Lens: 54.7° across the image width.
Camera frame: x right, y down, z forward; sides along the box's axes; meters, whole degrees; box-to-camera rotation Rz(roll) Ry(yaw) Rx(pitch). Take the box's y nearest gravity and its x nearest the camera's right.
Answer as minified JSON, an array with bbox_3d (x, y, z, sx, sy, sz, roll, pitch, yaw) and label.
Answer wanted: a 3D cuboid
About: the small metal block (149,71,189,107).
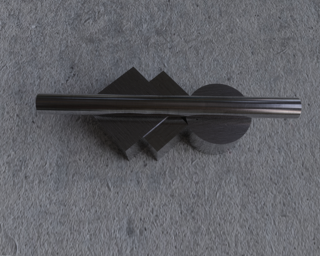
[{"bbox_3d":[0.012,-0.040,0.411,0.025,0.050,0.050,-41,76,-13],"label":"small metal block"}]

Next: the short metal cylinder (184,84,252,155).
[{"bbox_3d":[0.071,-0.010,0.400,0.081,0.050,0.080,0,70,0],"label":"short metal cylinder"}]

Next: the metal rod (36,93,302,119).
[{"bbox_3d":[0.010,-0.026,0.364,0.302,0.025,0.025,1,70,0],"label":"metal rod"}]

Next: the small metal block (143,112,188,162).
[{"bbox_3d":[0.007,0.012,0.393,0.050,0.050,0.025,-40,75,-13],"label":"small metal block"}]

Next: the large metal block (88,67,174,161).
[{"bbox_3d":[-0.037,-0.018,0.401,0.080,0.050,0.080,-40,75,-13],"label":"large metal block"}]
